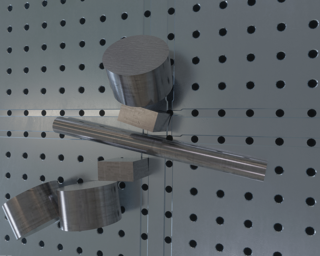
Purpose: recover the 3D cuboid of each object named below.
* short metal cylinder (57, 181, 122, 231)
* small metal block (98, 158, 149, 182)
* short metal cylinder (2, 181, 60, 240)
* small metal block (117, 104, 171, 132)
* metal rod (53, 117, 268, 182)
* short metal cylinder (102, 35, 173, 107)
[{"bbox_3d":[-0.094,0.101,0.417,0.080,0.080,0.050,-8,88,20],"label":"short metal cylinder"},{"bbox_3d":[-0.048,0.055,0.416,0.050,0.050,0.025,-2,90,20],"label":"small metal block"},{"bbox_3d":[-0.175,0.117,0.445,0.080,0.080,0.050,-33,80,17],"label":"short metal cylinder"},{"bbox_3d":[-0.020,-0.014,0.406,0.050,0.050,0.025,18,97,19],"label":"small metal block"},{"bbox_3d":[-0.014,0.024,0.417,0.301,0.025,0.025,12,94,19],"label":"metal rod"},{"bbox_3d":[-0.026,-0.072,0.387,0.080,0.050,0.080,-4,49,5],"label":"short metal cylinder"}]
